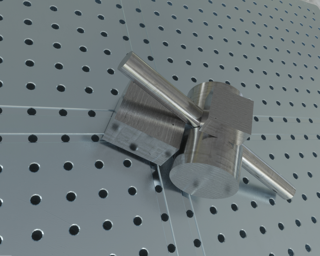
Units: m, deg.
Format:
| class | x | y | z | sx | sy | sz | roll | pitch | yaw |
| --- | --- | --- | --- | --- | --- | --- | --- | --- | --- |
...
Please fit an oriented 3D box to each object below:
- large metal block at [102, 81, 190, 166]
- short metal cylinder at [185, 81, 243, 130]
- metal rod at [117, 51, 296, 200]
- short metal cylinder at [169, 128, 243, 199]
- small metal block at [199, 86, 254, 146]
| class | x | y | z | sx | sy | sz | roll | pitch | yaw |
| --- | --- | --- | --- | --- | --- | --- | --- | --- | --- |
| large metal block | -0.014 | -0.012 | 0.384 | 0.080 | 0.050 | 0.080 | 26 | 53 | -12 |
| short metal cylinder | 0.072 | -0.016 | 0.418 | 0.080 | 0.080 | 0.050 | 25 | 53 | -13 |
| metal rod | 0.074 | 0.010 | 0.387 | 0.301 | 0.025 | 0.025 | 36 | 50 | -24 |
| short metal cylinder | 0.056 | 0.044 | 0.372 | 0.080 | 0.080 | 0.050 | 27 | 53 | -12 |
| small metal block | 0.076 | -0.014 | 0.352 | 0.050 | 0.025 | 0.050 | 21 | 54 | -6 |
